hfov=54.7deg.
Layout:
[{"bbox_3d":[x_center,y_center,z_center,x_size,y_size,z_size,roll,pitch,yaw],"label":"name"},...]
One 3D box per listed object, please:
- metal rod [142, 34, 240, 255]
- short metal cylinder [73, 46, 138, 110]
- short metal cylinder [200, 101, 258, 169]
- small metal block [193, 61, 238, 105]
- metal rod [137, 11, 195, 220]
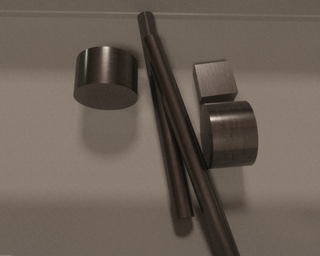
[{"bbox_3d":[0.035,0.019,0.385,0.025,0.025,0.299,-18,78,-7],"label":"metal rod"},{"bbox_3d":[-0.069,-0.062,0.402,0.081,0.080,0.050,-1,70,-1],"label":"short metal cylinder"},{"bbox_3d":[0.081,0.008,0.379,0.050,0.080,0.080,-4,70,-2],"label":"short metal cylinder"},{"bbox_3d":[0.077,-0.063,0.434,0.050,0.025,0.050,-8,70,-3],"label":"small metal block"},{"bbox_3d":[0.003,-0.030,0.420,0.025,0.025,0.299,-9,70,-4],"label":"metal rod"}]
